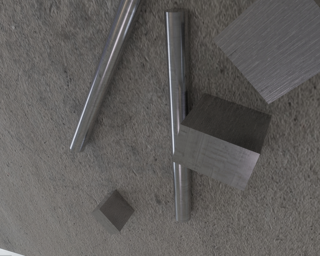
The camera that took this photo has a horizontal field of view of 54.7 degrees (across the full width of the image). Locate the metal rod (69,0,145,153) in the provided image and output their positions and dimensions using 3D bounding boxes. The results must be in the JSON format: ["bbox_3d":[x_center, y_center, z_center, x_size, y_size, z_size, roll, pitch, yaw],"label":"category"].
[{"bbox_3d":[-0.072,-0.070,0.401,0.025,0.025,0.298,35,129,5],"label":"metal rod"}]

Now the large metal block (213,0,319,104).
[{"bbox_3d":[0.110,-0.083,0.282,0.080,0.050,0.080,48,129,-6],"label":"large metal block"}]

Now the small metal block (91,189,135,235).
[{"bbox_3d":[-0.078,0.141,0.519,0.025,0.050,0.050,-33,100,38],"label":"small metal block"}]

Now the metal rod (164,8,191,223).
[{"bbox_3d":[0.026,0.006,0.396,0.025,0.025,0.298,10,123,23],"label":"metal rod"}]

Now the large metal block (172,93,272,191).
[{"bbox_3d":[0.069,0.011,0.342,0.080,0.080,0.050,21,126,15],"label":"large metal block"}]
